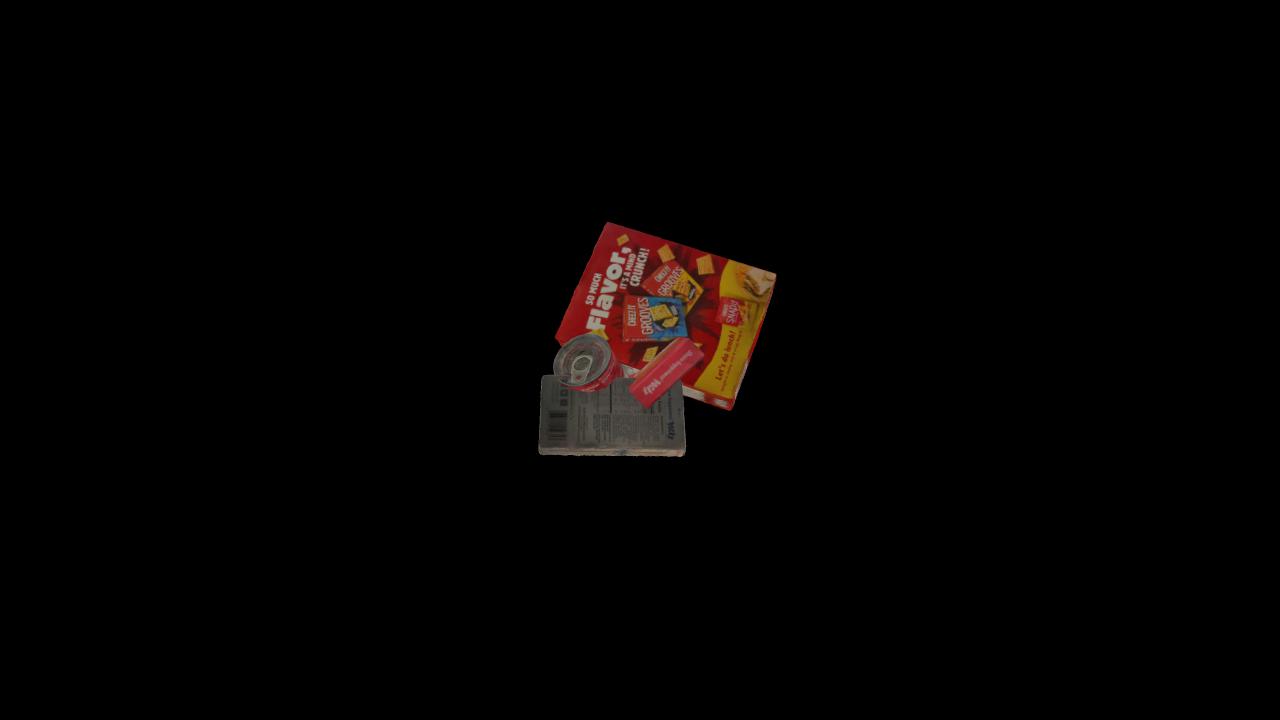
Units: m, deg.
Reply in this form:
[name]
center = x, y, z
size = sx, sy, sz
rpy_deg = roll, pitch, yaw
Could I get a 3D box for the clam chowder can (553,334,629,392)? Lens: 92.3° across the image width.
[clam chowder can]
center = -0.047, 0.027, 0.699
size = 0.068, 0.068, 0.102
rpy_deg = 0, -33, 23

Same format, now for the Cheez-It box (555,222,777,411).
[Cheez-It box]
center = 0.032, -0.053, 0.741
size = 0.223, 0.166, 0.071
rpy_deg = 19, -16, 11

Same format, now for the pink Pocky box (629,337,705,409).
[pink Pocky box]
center = 0.023, 0.009, 0.701
size = 0.084, 0.029, 0.155
rpy_deg = -43, 6, 0

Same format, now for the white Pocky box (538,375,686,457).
[white Pocky box]
center = -0.030, 0.060, 0.658
size = 0.154, 0.084, 0.028
rpy_deg = 2, -27, -7
